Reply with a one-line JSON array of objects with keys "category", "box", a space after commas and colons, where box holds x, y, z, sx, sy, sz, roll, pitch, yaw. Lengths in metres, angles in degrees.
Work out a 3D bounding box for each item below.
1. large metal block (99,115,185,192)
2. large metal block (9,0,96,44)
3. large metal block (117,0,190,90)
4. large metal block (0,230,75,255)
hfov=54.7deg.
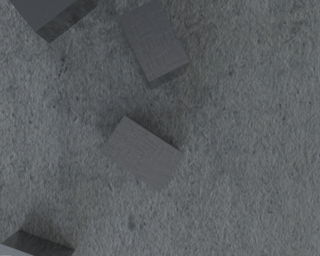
[{"category": "large metal block", "box": [-0.020, 0.028, 0.382, 0.080, 0.080, 0.050, 33, 90, -1]}, {"category": "large metal block", "box": [-0.143, -0.170, 0.395, 0.080, 0.050, 0.080, -39, 91, 0]}, {"category": "large metal block", "box": [-0.007, -0.098, 0.382, 0.050, 0.080, 0.080, -26, 90, 0]}, {"category": "large metal block", "box": [-0.167, 0.189, 0.395, 0.080, 0.050, 0.080, 20, 90, -1]}]
